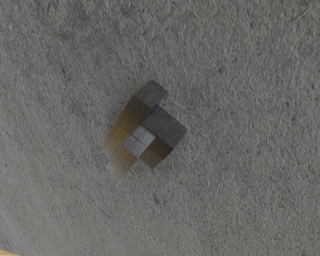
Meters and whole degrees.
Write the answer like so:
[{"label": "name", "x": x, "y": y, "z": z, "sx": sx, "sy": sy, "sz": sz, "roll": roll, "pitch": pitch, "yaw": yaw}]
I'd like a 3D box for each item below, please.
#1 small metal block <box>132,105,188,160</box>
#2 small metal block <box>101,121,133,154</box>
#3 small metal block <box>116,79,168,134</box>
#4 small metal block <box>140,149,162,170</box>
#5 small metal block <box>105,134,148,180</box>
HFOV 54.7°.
[{"label": "small metal block", "x": 0.001, "y": 0.005, "z": 0.393, "sx": 0.050, "sy": 0.050, "sz": 0.025, "roll": 40, "pitch": 129, "yaw": 0}, {"label": "small metal block", "x": -0.046, "y": 0.003, "z": 0.416, "sx": 0.025, "sy": 0.050, "sz": 0.050, "roll": 40, "pitch": 129, "yaw": 1}, {"label": "small metal block", "x": -0.022, "y": -0.027, "z": 0.385, "sx": 0.025, "sy": 0.050, "sz": 0.050, "roll": 40, "pitch": 129, "yaw": 1}, {"label": "small metal block", "x": -0.011, "y": 0.021, "z": 0.426, "sx": 0.050, "sy": 0.025, "sz": 0.050, "roll": 40, "pitch": 129, "yaw": 0}, {"label": "small metal block", "x": -0.037, "y": 0.031, "z": 0.397, "sx": 0.025, "sy": 0.050, "sz": 0.050, "roll": 40, "pitch": 129, "yaw": 1}]
